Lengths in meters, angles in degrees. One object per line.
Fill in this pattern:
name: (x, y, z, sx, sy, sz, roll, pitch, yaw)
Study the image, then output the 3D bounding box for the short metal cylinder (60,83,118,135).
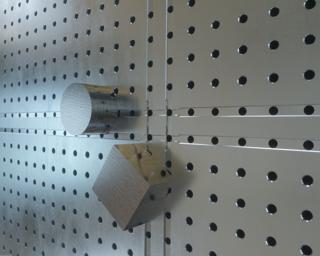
short metal cylinder: (-0.112, -0.029, 0.486, 0.080, 0.050, 0.080, 0, 90, 40)

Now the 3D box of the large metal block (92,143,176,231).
large metal block: (-0.038, 0.078, 0.425, 0.080, 0.050, 0.080, 43, 116, 31)
